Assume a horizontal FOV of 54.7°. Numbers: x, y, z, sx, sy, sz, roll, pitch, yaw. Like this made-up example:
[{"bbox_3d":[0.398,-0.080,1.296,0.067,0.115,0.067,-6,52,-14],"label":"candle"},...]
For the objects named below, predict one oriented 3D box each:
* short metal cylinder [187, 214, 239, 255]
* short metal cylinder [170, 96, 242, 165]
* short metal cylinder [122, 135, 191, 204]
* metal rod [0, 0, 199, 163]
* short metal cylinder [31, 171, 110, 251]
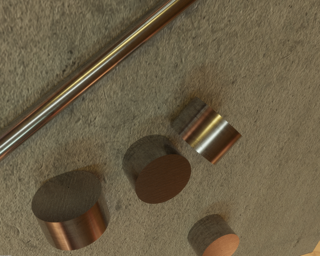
[{"bbox_3d":[0.098,0.208,0.573,0.081,0.050,0.079,-14,124,-21],"label":"short metal cylinder"},{"bbox_3d":[0.060,0.003,0.406,0.050,0.080,0.080,-49,129,6],"label":"short metal cylinder"},{"bbox_3d":[-0.005,0.056,0.422,0.081,0.050,0.079,-14,124,-21],"label":"short metal cylinder"},{"bbox_3d":[-0.072,-0.060,0.330,0.300,0.025,0.025,-40,130,-2],"label":"metal rod"},{"bbox_3d":[-0.105,0.098,0.374,0.081,0.080,0.050,-19,126,-17],"label":"short metal cylinder"}]
